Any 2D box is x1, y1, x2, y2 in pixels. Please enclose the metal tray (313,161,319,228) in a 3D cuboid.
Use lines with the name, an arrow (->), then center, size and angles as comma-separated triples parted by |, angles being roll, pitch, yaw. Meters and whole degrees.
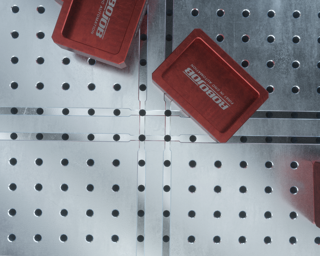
metal tray -> 0.228, 0.091, 0.364 | 0.030, 0.130, 0.089 | -1, 90, 0

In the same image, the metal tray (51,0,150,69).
metal tray -> -0.066, -0.149, 0.379 | 0.090, 0.030, 0.129 | 19, 90, -1

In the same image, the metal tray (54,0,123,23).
metal tray -> -0.075, -0.207, 0.409 | 0.090, 0.030, 0.130 | 32, 90, -1

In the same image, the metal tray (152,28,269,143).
metal tray -> 0.065, -0.055, 0.411 | 0.130, 0.030, 0.090 | 43, 90, -1
